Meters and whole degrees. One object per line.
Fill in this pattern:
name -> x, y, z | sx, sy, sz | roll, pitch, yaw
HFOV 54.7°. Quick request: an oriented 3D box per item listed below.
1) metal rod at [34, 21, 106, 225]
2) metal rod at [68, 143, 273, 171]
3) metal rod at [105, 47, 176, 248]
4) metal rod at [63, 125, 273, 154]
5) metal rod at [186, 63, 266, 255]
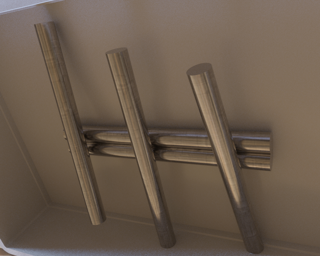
metal rod -> -0.123, 0.005, 0.442 | 0.025, 0.025, 0.298 | -1, 110, 28
metal rod -> -0.004, 0.033, 0.429 | 0.301, 0.025, 0.025 | 2, 119, 26
metal rod -> -0.018, 0.044, 0.410 | 0.025, 0.025, 0.298 | 1, 119, 27
metal rod -> -0.008, 0.012, 0.418 | 0.301, 0.025, 0.025 | 2, 119, 26
metal rod -> 0.088, 0.063, 0.370 | 0.025, 0.025, 0.299 | -4, 125, 30
